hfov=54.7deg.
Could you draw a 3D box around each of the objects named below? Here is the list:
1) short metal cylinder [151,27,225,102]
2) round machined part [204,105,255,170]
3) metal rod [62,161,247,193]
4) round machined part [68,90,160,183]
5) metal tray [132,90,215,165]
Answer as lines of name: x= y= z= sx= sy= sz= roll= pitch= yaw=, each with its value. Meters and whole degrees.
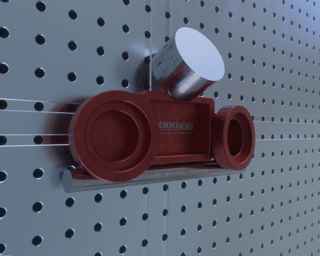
short metal cylinder: x=0.036 y=-0.081 z=0.399 sx=0.080 sy=0.050 sz=0.080 roll=21 pitch=52 yaw=-29
round machined part: x=0.104 y=0.015 z=0.475 sx=0.099 sy=0.042 sz=0.097 roll=2 pitch=87 yaw=-47
metal rod: x=0.019 y=0.059 z=0.420 sx=0.302 sy=0.025 sz=0.025 roll=2 pitch=89 yaw=-40
round machined part: x=-0.053 y=0.009 z=0.343 sx=0.099 sy=0.042 sz=0.097 roll=2 pitch=87 yaw=-32
metal tray: x=0.020 y=0.001 z=0.417 sx=0.131 sy=0.030 sz=0.089 roll=1 pitch=90 yaw=-40
